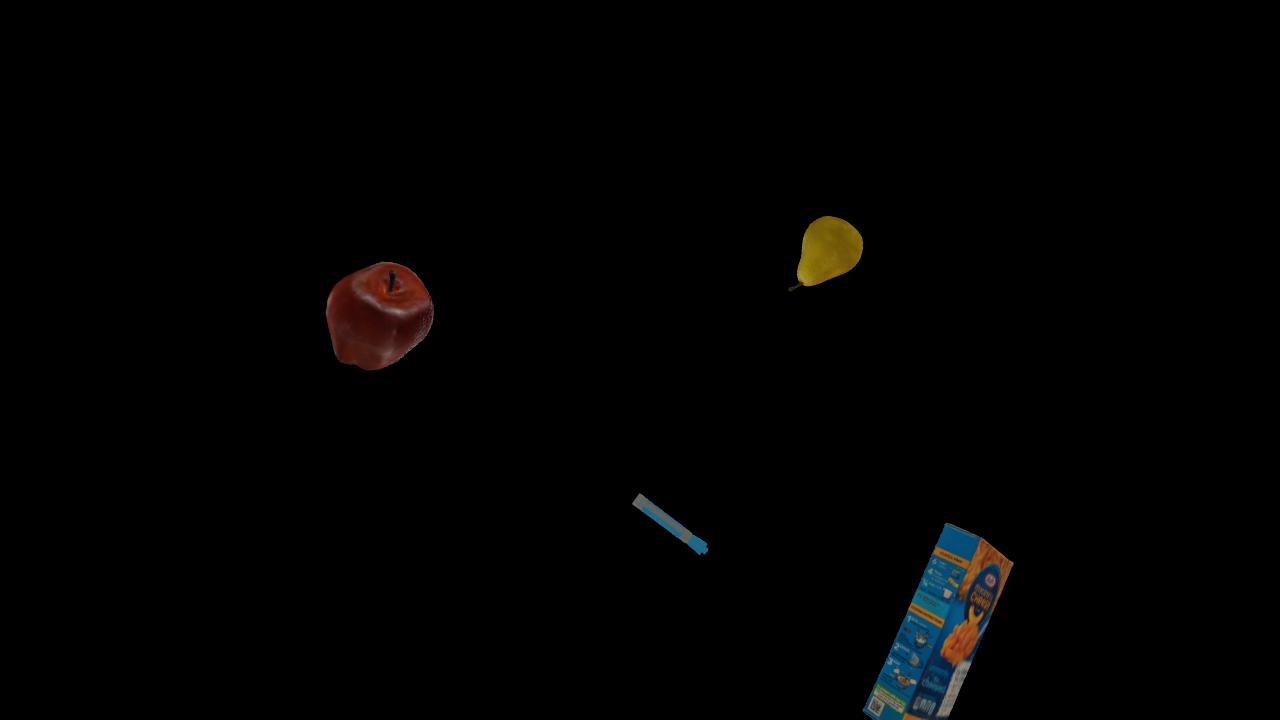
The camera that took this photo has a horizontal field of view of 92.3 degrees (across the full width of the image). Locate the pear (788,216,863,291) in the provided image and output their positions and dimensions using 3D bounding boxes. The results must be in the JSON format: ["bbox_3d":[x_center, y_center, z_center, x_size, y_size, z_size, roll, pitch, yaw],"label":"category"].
[{"bbox_3d":[0.238,-0.128,0.801,0.080,0.111,0.080,30,1,-1],"label":"pear"}]

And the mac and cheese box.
[{"bbox_3d":[0.278,0.252,0.566,0.093,0.184,0.041,33,-8,-36],"label":"mac and cheese box"}]

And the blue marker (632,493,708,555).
[{"bbox_3d":[0.043,0.228,0.850,0.121,0.020,0.020,36,6,8],"label":"blue marker"}]

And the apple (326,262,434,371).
[{"bbox_3d":[-0.208,-0.036,0.492,0.079,0.079,0.093,0,-39,-43],"label":"apple"}]
